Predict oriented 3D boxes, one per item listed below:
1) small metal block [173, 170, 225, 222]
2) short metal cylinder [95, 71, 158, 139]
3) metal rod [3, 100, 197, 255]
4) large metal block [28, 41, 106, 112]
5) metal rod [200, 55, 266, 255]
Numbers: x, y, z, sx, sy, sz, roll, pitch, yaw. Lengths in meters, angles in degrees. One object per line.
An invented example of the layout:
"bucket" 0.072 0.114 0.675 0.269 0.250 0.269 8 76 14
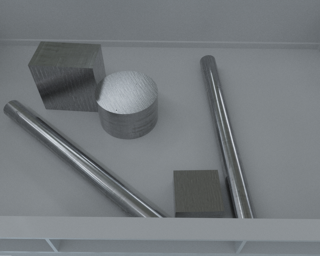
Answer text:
"small metal block" 0.041 0.075 0.343 0.050 0.025 0.050 -1 50 -1
"short metal cylinder" -0.043 -0.031 0.415 0.081 0.050 0.080 0 50 0
"metal rod" -0.087 0.047 0.364 0.300 0.025 0.025 33 57 24
"large metal block" -0.121 -0.069 0.426 0.080 0.080 0.050 3 50 2
"metal rod" 0.083 0.008 0.399 0.025 0.025 0.300 -2 50 -2
